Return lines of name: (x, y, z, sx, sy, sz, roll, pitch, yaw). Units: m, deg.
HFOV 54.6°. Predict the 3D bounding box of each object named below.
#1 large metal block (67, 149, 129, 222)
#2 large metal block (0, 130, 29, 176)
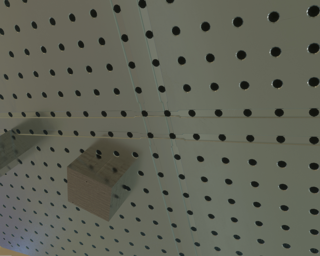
large metal block: (-0.103, 0.094, 0.508, 0.080, 0.050, 0.079, 22, 127, 15)
large metal block: (-0.304, 0.060, 0.575, 0.050, 0.080, 0.080, 48, 129, -5)
